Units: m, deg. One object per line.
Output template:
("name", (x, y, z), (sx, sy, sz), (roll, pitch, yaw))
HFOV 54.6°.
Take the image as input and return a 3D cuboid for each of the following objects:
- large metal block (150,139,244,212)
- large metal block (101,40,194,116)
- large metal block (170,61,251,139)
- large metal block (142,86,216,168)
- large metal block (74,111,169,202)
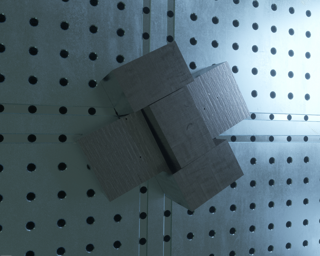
("large metal block", (0.044, 0.055, 0.399), (0.080, 0.080, 0.050), (-30, 100, -18))
("large metal block", (-0.019, -0.057, 0.376), (0.080, 0.080, 0.050), (-30, 100, -17))
("large metal block", (0.063, -0.034, 0.421), (0.080, 0.050, 0.080), (-30, 102, -17))
("large metal block", (0.013, -0.001, 0.388), (0.050, 0.080, 0.080), (-30, 100, -17))
("large metal block", (-0.049, 0.031, 0.382), (0.080, 0.050, 0.080), (-28, 99, -18))
